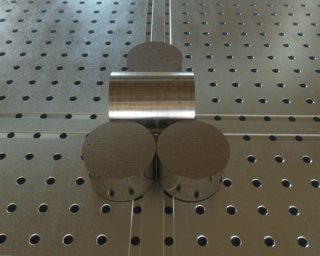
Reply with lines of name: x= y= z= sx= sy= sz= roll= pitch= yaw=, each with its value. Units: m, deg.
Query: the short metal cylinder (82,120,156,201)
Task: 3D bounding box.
short metal cylinder: x=-0.045 y=0.037 z=0.358 sx=0.081 sy=0.050 sz=0.080 roll=0 pitch=50 yaw=0

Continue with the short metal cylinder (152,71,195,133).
short metal cylinder: x=0.016 y=-0.033 z=0.400 sx=0.050 sy=0.080 sz=0.080 roll=0 pitch=50 yaw=0

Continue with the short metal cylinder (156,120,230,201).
short metal cylinder: x=0.036 y=0.037 z=0.359 sx=0.081 sy=0.050 sz=0.080 roll=0 pitch=50 yaw=0

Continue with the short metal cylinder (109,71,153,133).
short metal cylinder: x=-0.035 y=-0.033 z=0.400 sx=0.050 sy=0.080 sz=0.080 roll=0 pitch=50 yaw=0

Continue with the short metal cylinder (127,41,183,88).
short metal cylinder: x=-0.007 y=-0.085 z=0.462 sx=0.081 sy=0.050 sz=0.080 roll=0 pitch=50 yaw=0
